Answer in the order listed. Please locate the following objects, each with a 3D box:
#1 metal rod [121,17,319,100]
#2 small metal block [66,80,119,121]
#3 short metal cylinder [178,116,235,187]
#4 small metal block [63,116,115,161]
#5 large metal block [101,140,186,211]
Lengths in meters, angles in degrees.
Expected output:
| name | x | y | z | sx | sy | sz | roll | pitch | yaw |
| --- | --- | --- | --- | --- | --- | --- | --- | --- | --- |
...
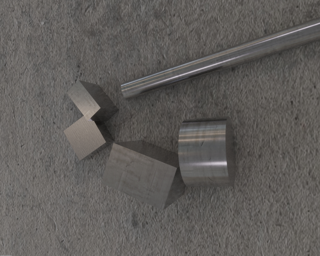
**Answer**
| name | x | y | z | sx | sy | sz | roll | pitch | yaw |
| --- | --- | --- | --- | --- | --- | --- | --- | --- | --- |
| metal rod | 0.090 | -0.087 | 0.377 | 0.301 | 0.025 | 0.025 | -15 | 85 | 19 |
| small metal block | -0.092 | -0.036 | 0.428 | 0.025 | 0.050 | 0.050 | -43 | 77 | 15 |
| short metal cylinder | 0.057 | 0.028 | 0.360 | 0.050 | 0.080 | 0.080 | -4 | 89 | 20 |
| small metal block | -0.102 | 0.012 | 0.445 | 0.050 | 0.025 | 0.050 | -34 | 79 | 16 |
| large metal block | -0.011 | 0.053 | 0.384 | 0.080 | 0.080 | 0.050 | 20 | 97 | 19 |
